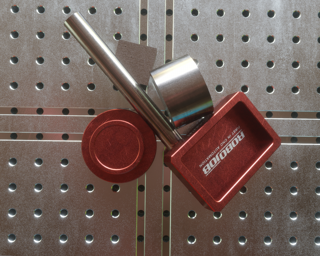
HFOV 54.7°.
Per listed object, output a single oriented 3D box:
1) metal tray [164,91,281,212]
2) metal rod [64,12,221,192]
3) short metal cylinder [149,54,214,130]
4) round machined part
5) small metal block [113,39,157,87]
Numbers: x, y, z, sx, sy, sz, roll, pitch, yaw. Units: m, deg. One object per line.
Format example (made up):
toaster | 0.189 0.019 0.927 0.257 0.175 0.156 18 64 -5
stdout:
metal tray | 0.081 0.028 0.391 0.130 0.030 0.090 -43 98 -16
metal rod | -0.012 -0.018 0.396 0.025 0.025 0.300 -40 98 0
short metal cylinder | 0.026 -0.044 0.386 0.050 0.080 0.080 -25 90 0
round machined part | -0.054 0.024 0.403 0.099 0.042 0.097 0 90 -1
small metal block | -0.034 -0.085 0.413 0.050 0.025 0.050 13 90 -1
